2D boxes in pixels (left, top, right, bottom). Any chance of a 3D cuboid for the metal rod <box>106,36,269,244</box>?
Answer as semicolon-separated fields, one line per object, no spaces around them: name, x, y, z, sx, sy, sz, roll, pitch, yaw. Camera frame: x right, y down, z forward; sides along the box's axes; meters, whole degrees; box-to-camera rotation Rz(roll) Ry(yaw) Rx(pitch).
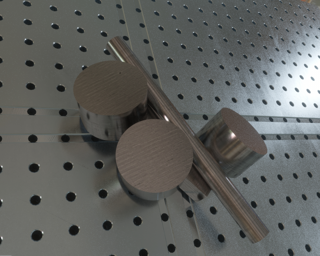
metal rod;0.027;0.006;0.382;0.025;0.025;0.299;-29;77;-37

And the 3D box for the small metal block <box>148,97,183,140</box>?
small metal block;-0.005;-0.011;0.408;0.050;0.025;0.050;40;51;-1

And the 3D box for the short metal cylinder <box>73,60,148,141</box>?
short metal cylinder;-0.055;-0.032;0.360;0.081;0.050;0.080;2;56;-2

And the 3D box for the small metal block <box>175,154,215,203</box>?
small metal block;0.045;0.057;0.393;0.050;0.025;0.050;42;51;1

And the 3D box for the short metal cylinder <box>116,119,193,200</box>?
short metal cylinder;-0.007;0.036;0.344;0.081;0.050;0.080;1;68;-3

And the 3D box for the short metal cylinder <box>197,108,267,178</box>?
short metal cylinder;0.094;0.019;0.410;0.080;0.050;0.080;32;29;-20
